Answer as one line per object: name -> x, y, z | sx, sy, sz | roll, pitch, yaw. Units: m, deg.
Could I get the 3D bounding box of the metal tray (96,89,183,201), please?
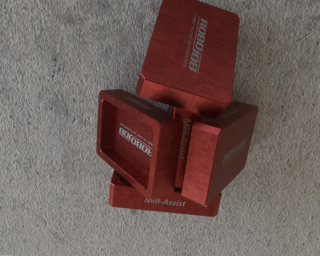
metal tray -> -0.031, 0.013, 0.364 | 0.030, 0.130, 0.089 | -9, 115, -36

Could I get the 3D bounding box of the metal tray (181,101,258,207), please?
metal tray -> 0.075, 0.024, 0.368 | 0.030, 0.131, 0.089 | 18, 113, 29

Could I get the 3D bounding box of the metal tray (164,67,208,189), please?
metal tray -> 0.026, -0.004, 0.375 | 0.030, 0.090, 0.129 | 7, 110, -3

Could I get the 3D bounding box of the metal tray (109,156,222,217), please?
metal tray -> 0.006, 0.070, 0.402 | 0.131, 0.090, 0.030 | 7, 110, -3

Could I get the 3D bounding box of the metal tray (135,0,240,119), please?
metal tray -> 0.034, -0.082, 0.332 | 0.091, 0.130, 0.030 | 17, 150, -7
